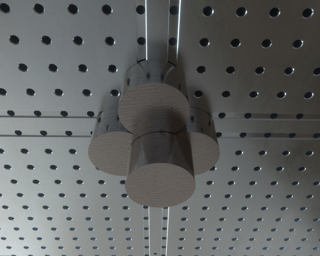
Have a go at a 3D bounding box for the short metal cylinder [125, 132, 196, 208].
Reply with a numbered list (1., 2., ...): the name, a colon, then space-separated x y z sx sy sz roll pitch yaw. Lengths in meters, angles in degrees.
1. short metal cylinder: 0.000 0.051 0.372 0.081 0.050 0.079 0 130 0

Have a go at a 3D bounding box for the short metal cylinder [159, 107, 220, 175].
1. short metal cylinder: 0.035 0.019 0.411 0.081 0.050 0.079 0 130 0

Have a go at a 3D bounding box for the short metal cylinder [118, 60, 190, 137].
1. short metal cylinder: -0.007 -0.033 0.366 0.081 0.050 0.079 -1 130 -1

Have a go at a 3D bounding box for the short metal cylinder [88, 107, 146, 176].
1. short metal cylinder: -0.050 0.018 0.410 0.081 0.050 0.079 0 130 0

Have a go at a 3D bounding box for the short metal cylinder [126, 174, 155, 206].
1. short metal cylinder: -0.008 0.070 0.454 0.081 0.050 0.079 -1 128 0
